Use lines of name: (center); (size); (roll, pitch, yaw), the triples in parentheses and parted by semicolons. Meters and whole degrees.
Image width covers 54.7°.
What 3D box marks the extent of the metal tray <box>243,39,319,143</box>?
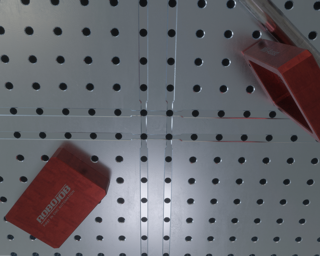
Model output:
metal tray: (0.142, -0.047, 0.341); (0.030, 0.130, 0.090); (-34, 107, 12)

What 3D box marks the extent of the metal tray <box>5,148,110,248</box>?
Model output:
metal tray: (-0.147, 0.104, 0.448); (0.090, 0.030, 0.130); (38, 106, -13)

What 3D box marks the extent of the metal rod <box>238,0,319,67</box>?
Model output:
metal rod: (0.159, -0.107, 0.374); (0.301, 0.025, 0.025); (40, 105, -14)
